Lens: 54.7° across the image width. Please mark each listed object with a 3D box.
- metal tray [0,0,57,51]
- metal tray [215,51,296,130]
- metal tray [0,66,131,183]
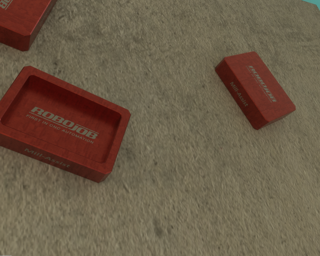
[{"bbox_3d":[-0.192,-0.168,0.400,0.091,0.030,0.130,21,54,-16],"label":"metal tray"},{"bbox_3d":[0.164,-0.068,0.533,0.091,0.030,0.130,-19,72,-36],"label":"metal tray"},{"bbox_3d":[-0.107,-0.004,0.346,0.131,0.030,0.090,24,53,-14],"label":"metal tray"}]
